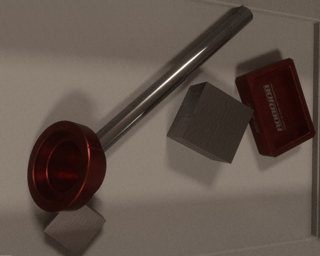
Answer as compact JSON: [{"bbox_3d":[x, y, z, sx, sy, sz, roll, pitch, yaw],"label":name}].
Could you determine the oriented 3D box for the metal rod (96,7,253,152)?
[{"bbox_3d":[0.021,-0.070,0.419,0.301,0.025,0.025,-43,104,-15],"label":"metal rod"}]

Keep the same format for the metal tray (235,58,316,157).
[{"bbox_3d":[0.178,-0.031,0.475,0.091,0.030,0.129,-23,98,-19],"label":"metal tray"}]

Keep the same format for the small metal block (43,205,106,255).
[{"bbox_3d":[-0.103,0.114,0.373,0.050,0.025,0.050,44,76,-15],"label":"small metal block"}]

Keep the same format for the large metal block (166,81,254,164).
[{"bbox_3d":[0.068,-0.006,0.424,0.080,0.050,0.080,28,81,-18],"label":"large metal block"}]

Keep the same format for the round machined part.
[{"bbox_3d":[-0.099,0.044,0.346,0.042,0.098,0.098,22,81,-54],"label":"round machined part"}]
